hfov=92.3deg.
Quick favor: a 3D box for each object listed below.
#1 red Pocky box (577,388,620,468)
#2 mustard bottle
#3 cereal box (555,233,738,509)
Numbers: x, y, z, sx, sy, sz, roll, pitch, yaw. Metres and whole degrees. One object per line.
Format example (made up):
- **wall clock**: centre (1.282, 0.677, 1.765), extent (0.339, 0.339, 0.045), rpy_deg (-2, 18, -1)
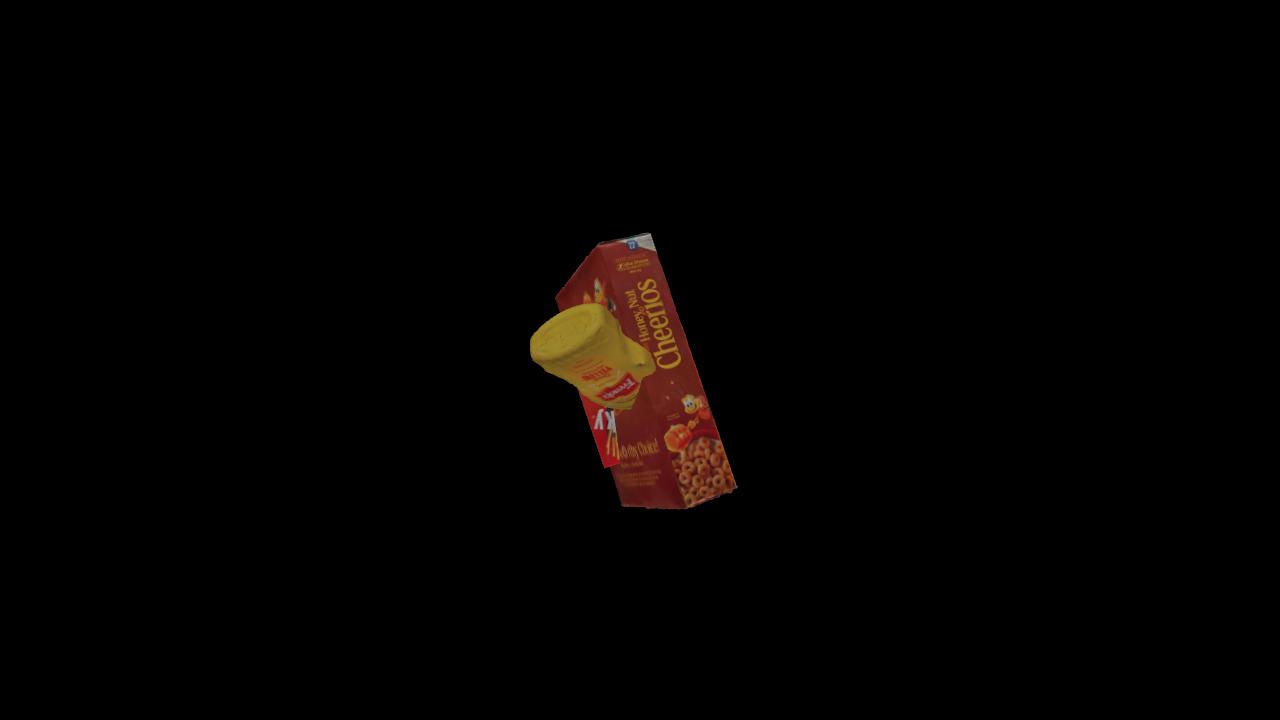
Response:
- **red Pocky box**: centre (-0.027, 0.051, 0.745), extent (0.083, 0.155, 0.028), rpy_deg (-19, 21, -6)
- **mustard bottle**: centre (-0.029, 0.011, 0.665), extent (0.092, 0.054, 0.184), rpy_deg (-29, -39, 16)
- **cereal box**: centre (-0.005, 0.025, 0.753), extent (0.081, 0.306, 0.203), rpy_deg (-15, -6, -24)
